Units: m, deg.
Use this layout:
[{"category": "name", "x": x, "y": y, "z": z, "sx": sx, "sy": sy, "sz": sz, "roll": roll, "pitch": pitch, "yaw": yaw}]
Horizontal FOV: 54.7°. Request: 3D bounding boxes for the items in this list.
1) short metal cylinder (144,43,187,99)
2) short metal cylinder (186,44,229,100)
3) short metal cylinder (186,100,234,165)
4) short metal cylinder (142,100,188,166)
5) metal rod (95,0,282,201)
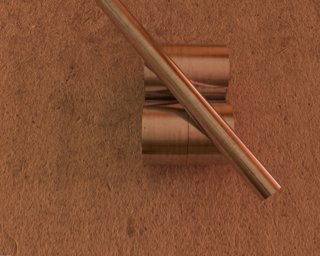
[{"category": "short metal cylinder", "x": 0.007, "y": -0.070, "z": 0.406, "sx": 0.050, "sy": 0.080, "sz": 0.080, "roll": 1, "pitch": 70, "yaw": 0}, {"category": "short metal cylinder", "x": 0.057, "y": -0.069, "z": 0.406, "sx": 0.050, "sy": 0.080, "sz": 0.080, "roll": 1, "pitch": 70, "yaw": 0}, {"category": "short metal cylinder", "x": 0.057, "y": 0.005, "z": 0.379, "sx": 0.050, "sy": 0.080, "sz": 0.080, "roll": 1, "pitch": 70, "yaw": 0}, {"category": "short metal cylinder", "x": 0.006, "y": 0.005, "z": 0.378, "sx": 0.050, "sy": 0.080, "sz": 0.080, "roll": 1, "pitch": 70, "yaw": 0}, {"category": "metal rod", "x": 0.020, "y": -0.049, "z": 0.342, "sx": 0.025, "sy": 0.025, "sz": 0.300, "roll": -35, "pitch": 74, "yaw": -12}]
